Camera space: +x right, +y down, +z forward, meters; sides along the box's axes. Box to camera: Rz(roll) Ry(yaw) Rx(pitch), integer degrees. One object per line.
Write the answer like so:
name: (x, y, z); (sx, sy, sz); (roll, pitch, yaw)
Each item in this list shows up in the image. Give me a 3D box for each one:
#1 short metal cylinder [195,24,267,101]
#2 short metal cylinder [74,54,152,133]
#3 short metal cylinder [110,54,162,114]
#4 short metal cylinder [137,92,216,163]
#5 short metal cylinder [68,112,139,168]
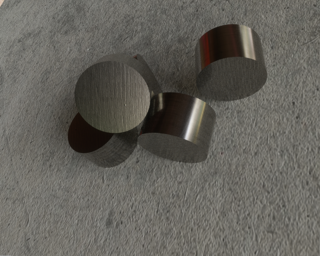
short metal cylinder: (0.083, -0.076, 0.372); (0.080, 0.080, 0.050); (-12, 57, 22)
short metal cylinder: (-0.050, -0.041, 0.353); (0.080, 0.080, 0.050); (-27, 19, 11)
short metal cylinder: (-0.032, -0.052, 0.418); (0.050, 0.080, 0.080); (-27, 52, 11)
short metal cylinder: (0.020, 0.002, 0.357); (0.080, 0.080, 0.050); (3, 63, 29)
short metal cylinder: (-0.077, 0.008, 0.423); (0.080, 0.050, 0.080); (-13, 56, 21)
